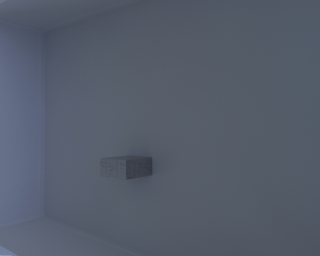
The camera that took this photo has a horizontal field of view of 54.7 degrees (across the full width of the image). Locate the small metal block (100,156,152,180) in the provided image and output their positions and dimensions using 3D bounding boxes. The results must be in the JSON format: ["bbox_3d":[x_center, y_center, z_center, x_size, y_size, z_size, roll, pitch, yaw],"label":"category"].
[{"bbox_3d":[-0.046,0.053,0.426,0.050,0.050,0.025,-1,90,39],"label":"small metal block"}]
